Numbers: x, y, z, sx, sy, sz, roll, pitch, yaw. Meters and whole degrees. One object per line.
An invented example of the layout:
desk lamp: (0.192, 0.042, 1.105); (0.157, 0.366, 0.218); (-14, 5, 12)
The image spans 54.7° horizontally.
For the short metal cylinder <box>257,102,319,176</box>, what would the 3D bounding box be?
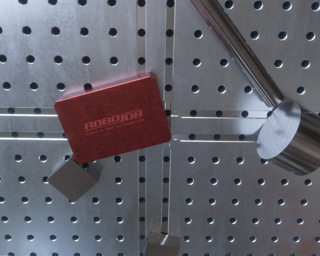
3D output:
short metal cylinder: (0.169, 0.013, 0.392); (0.050, 0.080, 0.080); (26, 108, -10)

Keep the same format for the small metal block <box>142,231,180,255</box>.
small metal block: (0.000, 0.195, 0.485); (0.050, 0.025, 0.050); (12, 110, -5)

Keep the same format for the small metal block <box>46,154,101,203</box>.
small metal block: (-0.121, 0.069, 0.437); (0.050, 0.025, 0.050); (-41, 106, 13)

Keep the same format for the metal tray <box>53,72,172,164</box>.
metal tray: (-0.058, -0.012, 0.405); (0.131, 0.030, 0.089); (-15, 110, 5)

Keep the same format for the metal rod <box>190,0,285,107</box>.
metal rod: (0.055, -0.143, 0.361); (0.025, 0.025, 0.300); (-38, 106, 12)
